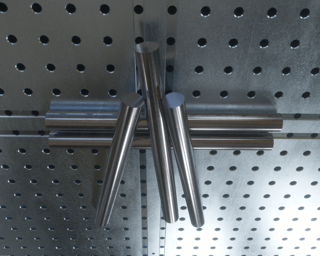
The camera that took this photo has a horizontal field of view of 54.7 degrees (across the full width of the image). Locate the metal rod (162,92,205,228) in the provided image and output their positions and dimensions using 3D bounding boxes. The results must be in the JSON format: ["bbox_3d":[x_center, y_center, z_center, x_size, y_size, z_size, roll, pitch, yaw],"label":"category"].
[{"bbox_3d":[0.041,0.068,0.446,0.025,0.025,0.299,-8,137,6],"label":"metal rod"}]

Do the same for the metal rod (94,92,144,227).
[{"bbox_3d":[-0.066,0.067,0.443,0.025,0.025,0.298,11,136,-10],"label":"metal rod"}]

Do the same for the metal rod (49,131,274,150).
[{"bbox_3d":[0.003,0.018,0.427,0.302,0.025,0.025,1,130,-1],"label":"metal rod"}]

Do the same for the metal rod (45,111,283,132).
[{"bbox_3d":[0.006,-0.009,0.405,0.302,0.025,0.025,1,130,-1],"label":"metal rod"}]

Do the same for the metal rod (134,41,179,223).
[{"bbox_3d":[0.002,0.031,0.406,0.025,0.025,0.298,-5,130,4],"label":"metal rod"}]
